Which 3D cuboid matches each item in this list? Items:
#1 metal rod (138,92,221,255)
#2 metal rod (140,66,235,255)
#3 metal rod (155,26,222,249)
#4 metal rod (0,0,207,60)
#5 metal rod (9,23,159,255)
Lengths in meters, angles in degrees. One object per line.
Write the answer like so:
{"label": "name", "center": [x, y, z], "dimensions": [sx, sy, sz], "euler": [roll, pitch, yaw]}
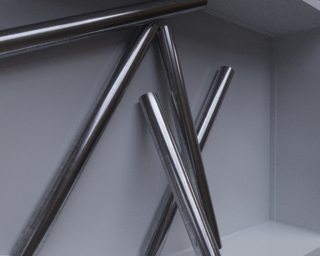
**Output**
{"label": "metal rod", "center": [0.035, 0.091, 0.343], "dimensions": [0.025, 0.025, 0.299], "euler": [-2, 62, -40]}
{"label": "metal rod", "center": [0.047, 0.036, 0.445], "dimensions": [0.025, 0.025, 0.300], "euler": [39, 66, -33]}
{"label": "metal rod", "center": [0.037, 0.015, 0.412], "dimensions": [0.025, 0.025, 0.298], "euler": [-14, 91, -39]}
{"label": "metal rod", "center": [-0.062, -0.115, 0.337], "dimensions": [0.302, 0.025, 0.025], "euler": [-26, 107, -32]}
{"label": "metal rod", "center": [-0.073, -0.002, 0.345], "dimensions": [0.025, 0.025, 0.300], "euler": [38, 67, -34]}
